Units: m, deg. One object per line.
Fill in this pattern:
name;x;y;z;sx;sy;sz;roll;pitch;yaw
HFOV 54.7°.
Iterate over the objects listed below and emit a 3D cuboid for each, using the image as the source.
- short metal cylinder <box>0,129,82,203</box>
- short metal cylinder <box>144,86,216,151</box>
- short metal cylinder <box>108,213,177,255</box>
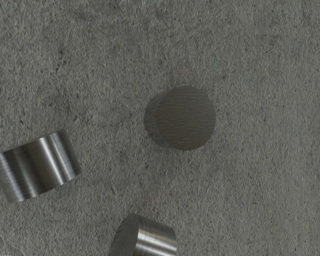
short metal cylinder;-0.131;0.038;0.331;0.081;0.080;0.050;-23;98;-19
short metal cylinder;0.025;-0.012;0.405;0.081;0.050;0.080;0;90;-20
short metal cylinder;-0.023;0.149;0.371;0.050;0.080;0.080;26;81;-18
